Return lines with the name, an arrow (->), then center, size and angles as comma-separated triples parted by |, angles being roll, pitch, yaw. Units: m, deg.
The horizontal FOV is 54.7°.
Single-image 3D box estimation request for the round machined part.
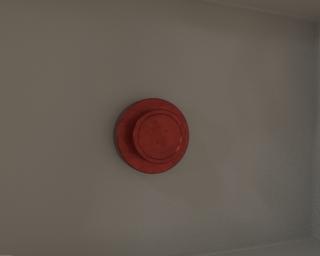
round machined part -> -0.007, 0.010, 0.396 | 0.099, 0.042, 0.097 | 0, 90, -21
